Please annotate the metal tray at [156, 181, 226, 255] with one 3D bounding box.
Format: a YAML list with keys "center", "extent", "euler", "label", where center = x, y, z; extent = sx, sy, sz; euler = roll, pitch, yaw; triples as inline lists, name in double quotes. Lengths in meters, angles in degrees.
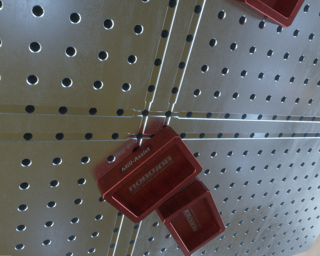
- center: [0.058, 0.161, 0.541]
  extent: [0.090, 0.030, 0.130]
  euler: [-32, 129, -8]
  label: "metal tray"

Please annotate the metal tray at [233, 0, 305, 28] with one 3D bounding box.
- center: [0.151, -0.199, 0.369]
  extent: [0.091, 0.030, 0.129]
  euler: [13, 112, -34]
  label: "metal tray"

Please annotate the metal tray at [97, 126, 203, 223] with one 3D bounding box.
- center: [-0.012, 0.069, 0.446]
  extent: [0.130, 0.030, 0.090]
  euler: [-39, 130, -2]
  label: "metal tray"
